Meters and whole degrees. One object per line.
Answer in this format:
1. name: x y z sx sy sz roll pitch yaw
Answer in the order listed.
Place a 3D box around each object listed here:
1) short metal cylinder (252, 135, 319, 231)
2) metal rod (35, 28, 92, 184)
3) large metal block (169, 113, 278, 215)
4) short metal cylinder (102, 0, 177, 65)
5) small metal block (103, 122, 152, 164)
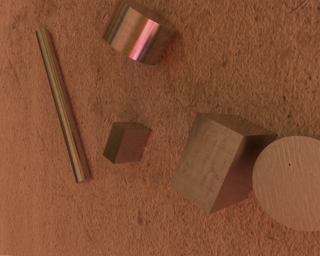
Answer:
1. short metal cylinder: 0.132 0.046 0.279 0.080 0.050 0.079 0 90 40
2. metal rod: -0.174 -0.047 0.548 0.025 0.025 0.299 -32 70 35
3. large metal block: 0.066 0.032 0.315 0.050 0.081 0.079 31 109 35
4. short metal cylinder: -0.026 -0.122 0.391 0.080 0.081 0.050 47 118 29
5. small metal block: -0.045 0.020 0.426 0.025 0.050 0.050 32 110 35
